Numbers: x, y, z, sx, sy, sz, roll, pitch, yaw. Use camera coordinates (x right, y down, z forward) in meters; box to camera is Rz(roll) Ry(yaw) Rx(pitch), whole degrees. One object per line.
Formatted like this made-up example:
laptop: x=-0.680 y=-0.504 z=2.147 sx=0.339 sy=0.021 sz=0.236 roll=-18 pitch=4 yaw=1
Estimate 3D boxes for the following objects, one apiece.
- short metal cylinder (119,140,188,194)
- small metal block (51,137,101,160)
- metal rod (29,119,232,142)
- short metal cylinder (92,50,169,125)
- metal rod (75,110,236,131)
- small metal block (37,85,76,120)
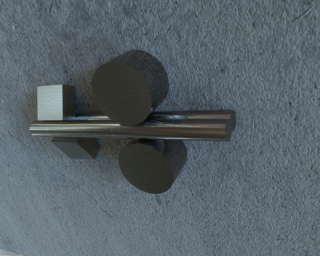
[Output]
short metal cylinder: x=-0.009 y=0.042 z=0.423 sx=0.080 sy=0.050 sz=0.079 roll=13 pitch=124 yaw=21
small metal block: x=-0.129 y=0.025 z=0.479 sx=0.050 sy=0.025 sz=0.050 roll=0 pitch=145 yaw=27
metal rod: x=-0.058 y=0.001 z=0.408 sx=0.300 sy=0.025 sz=0.025 roll=0 pitch=119 yaw=28
short metal cylinder: x=-0.035 y=-0.050 z=0.380 sx=0.080 sy=0.050 sz=0.079 roll=13 pitch=124 yaw=21
metal rod: x=-0.048 y=-0.010 z=0.428 sx=0.300 sy=0.025 sz=0.025 roll=0 pitch=119 yaw=28
small metal block: x=-0.152 y=-0.036 z=0.454 sx=0.050 sy=0.025 sz=0.050 roll=0 pitch=91 yaw=28
